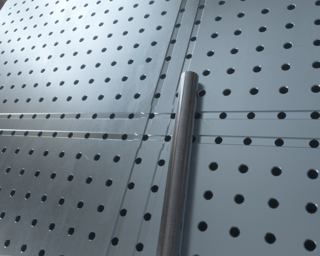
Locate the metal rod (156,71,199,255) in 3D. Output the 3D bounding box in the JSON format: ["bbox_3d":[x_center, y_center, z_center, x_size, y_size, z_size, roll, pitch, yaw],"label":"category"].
[{"bbox_3d":[0.020,0.060,0.361,0.025,0.025,0.300,-5,59,26],"label":"metal rod"}]
